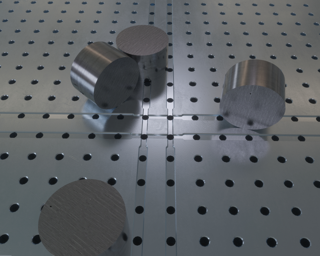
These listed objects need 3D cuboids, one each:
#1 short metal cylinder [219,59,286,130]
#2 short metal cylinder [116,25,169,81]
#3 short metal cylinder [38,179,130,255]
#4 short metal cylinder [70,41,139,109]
[{"bbox_3d":[0.122,-0.043,0.409,0.080,0.080,0.050,11,51,9],"label":"short metal cylinder"},{"bbox_3d":[-0.027,-0.119,0.491,0.081,0.050,0.080,0,50,0],"label":"short metal cylinder"},{"bbox_3d":[-0.072,0.098,0.308,0.081,0.050,0.080,0,50,0],"label":"short metal cylinder"},{"bbox_3d":[-0.076,-0.073,0.432,0.050,0.080,0.080,36,59,26],"label":"short metal cylinder"}]
